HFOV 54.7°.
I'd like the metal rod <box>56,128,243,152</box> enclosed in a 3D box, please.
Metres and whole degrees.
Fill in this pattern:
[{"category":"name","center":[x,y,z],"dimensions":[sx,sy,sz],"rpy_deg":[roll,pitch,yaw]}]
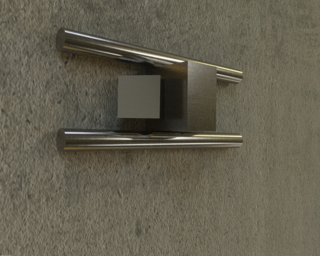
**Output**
[{"category":"metal rod","center":[0.012,0.017,0.419],"dimensions":[0.302,0.025,0.025],"rpy_deg":[2,89,-40]}]

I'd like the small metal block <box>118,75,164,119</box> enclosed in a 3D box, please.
[{"category":"small metal block","center":[-0.022,-0.036,0.371],"dimensions":[0.025,0.050,0.050],"rpy_deg":[3,89,-80]}]

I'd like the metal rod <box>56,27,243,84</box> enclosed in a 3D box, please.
[{"category":"metal rod","center":[0.012,-0.089,0.418],"dimensions":[0.302,0.025,0.025],"rpy_deg":[2,89,-40]}]

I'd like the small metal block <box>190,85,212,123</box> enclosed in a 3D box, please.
[{"category":"small metal block","center":[0.057,-0.033,0.438],"dimensions":[0.025,0.050,0.050],"rpy_deg":[0,89,2]}]

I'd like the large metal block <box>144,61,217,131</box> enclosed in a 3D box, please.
[{"category":"large metal block","center":[0.024,-0.036,0.396],"dimensions":[0.050,0.080,0.079],"rpy_deg":[1,90,-40]}]
